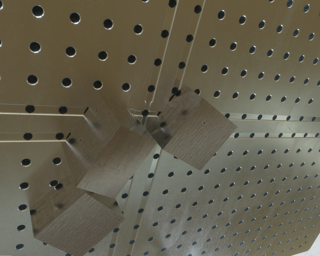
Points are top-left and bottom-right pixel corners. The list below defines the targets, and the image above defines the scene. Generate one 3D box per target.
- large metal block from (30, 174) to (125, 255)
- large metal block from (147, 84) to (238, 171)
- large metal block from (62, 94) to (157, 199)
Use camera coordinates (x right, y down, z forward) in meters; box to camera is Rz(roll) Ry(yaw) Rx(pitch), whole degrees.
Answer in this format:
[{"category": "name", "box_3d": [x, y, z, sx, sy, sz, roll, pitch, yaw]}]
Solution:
[{"category": "large metal block", "box_3d": [-0.108, 0.113, 0.408, 0.080, 0.050, 0.080, -41, 130, 0]}, {"category": "large metal block", "box_3d": [0.044, 0.001, 0.422, 0.080, 0.050, 0.080, 33, 100, -39]}, {"category": "large metal block", "box_3d": [-0.061, 0.019, 0.355, 0.050, 0.080, 0.080, 29, 102, -38]}]
